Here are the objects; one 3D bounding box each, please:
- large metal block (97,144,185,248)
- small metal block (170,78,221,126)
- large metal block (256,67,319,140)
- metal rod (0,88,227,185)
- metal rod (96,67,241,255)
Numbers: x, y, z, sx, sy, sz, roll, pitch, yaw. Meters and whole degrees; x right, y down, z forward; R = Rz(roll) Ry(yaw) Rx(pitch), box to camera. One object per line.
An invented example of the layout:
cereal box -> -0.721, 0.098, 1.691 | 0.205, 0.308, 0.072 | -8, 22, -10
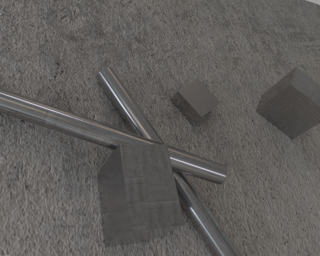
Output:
large metal block -> -0.025, 0.069, 0.313 | 0.050, 0.080, 0.080 | 2, 61, -27
small metal block -> 0.052, -0.039, 0.456 | 0.050, 0.025, 0.050 | 49, 51, 6
large metal block -> 0.222, -0.039, 0.511 | 0.080, 0.080, 0.050 | 37, 51, -4
metal rod -> -0.067, 0.006, 0.343 | 0.302, 0.025, 0.025 | 19, 54, -9
metal rod -> 0.011, 0.049, 0.379 | 0.025, 0.025, 0.299 | -26, 76, -37
